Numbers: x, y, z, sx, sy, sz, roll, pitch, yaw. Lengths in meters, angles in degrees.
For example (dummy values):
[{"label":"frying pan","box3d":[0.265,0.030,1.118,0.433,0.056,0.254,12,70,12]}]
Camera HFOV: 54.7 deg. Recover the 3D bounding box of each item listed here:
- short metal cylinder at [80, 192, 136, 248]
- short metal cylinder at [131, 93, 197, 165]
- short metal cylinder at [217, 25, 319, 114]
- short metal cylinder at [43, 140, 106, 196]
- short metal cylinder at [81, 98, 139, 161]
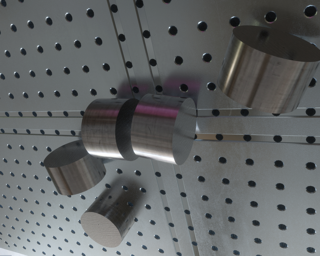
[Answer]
[{"label":"short metal cylinder","box3d":[-0.090,0.160,0.539,0.080,0.050,0.079,13,124,20]},{"label":"short metal cylinder","box3d":[0.007,0.001,0.371,0.050,0.080,0.079,9,122,23]},{"label":"short metal cylinder","box3d":[0.099,-0.056,0.288,0.080,0.080,0.050,23,127,14]},{"label":"short metal cylinder","box3d":[-0.130,0.059,0.478,0.080,0.080,0.050,-3,117,29]},{"label":"short metal cylinder","box3d":[-0.056,0.001,0.404,0.050,0.080,0.079,3,120,26]}]
